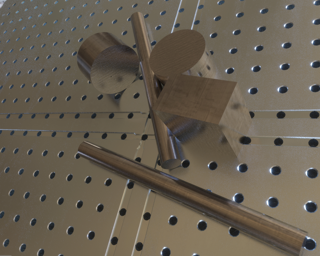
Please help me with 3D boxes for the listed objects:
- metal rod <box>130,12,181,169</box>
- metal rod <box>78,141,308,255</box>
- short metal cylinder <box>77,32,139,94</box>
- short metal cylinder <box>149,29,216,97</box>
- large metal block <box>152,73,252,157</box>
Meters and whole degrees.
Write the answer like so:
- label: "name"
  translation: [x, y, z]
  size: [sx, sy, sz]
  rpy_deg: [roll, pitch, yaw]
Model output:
- label: "metal rod"
  translation: [-0.013, -0.075, 0.461]
  size: [0.025, 0.025, 0.299]
  rpy_deg: [-23, 53, 14]
- label: "metal rod"
  translation: [0.010, 0.068, 0.361]
  size: [0.300, 0.025, 0.025]
  rpy_deg: [18, 71, 34]
- label: "short metal cylinder"
  translation: [-0.079, -0.099, 0.476]
  size: [0.080, 0.080, 0.050]
  rpy_deg: [-43, 51, -2]
- label: "short metal cylinder"
  translation: [0.032, -0.089, 0.430]
  size: [0.080, 0.050, 0.080]
  rpy_deg: [-13, 56, 21]
- label: "large metal block"
  translation: [0.051, -0.015, 0.355]
  size: [0.080, 0.080, 0.050]
  rpy_deg: [15, 70, 34]
